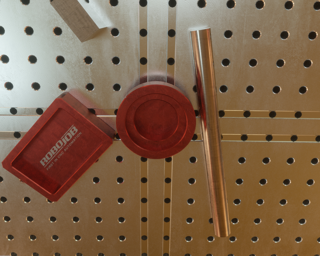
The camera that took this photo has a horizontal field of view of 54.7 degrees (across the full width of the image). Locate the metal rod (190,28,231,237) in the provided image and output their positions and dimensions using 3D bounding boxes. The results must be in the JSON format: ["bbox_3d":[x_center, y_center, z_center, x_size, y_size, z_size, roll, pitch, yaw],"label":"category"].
[{"bbox_3d":[0.071,0.020,0.421,0.025,0.025,0.298,-9,110,3],"label":"metal rod"}]

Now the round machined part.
[{"bbox_3d":[-0.005,-0.013,0.399,0.099,0.042,0.097,0,110,0],"label":"round machined part"}]

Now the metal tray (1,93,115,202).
[{"bbox_3d":[-0.136,0.028,0.419,0.090,0.030,0.130,41,105,-14],"label":"metal tray"}]

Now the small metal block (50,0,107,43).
[{"bbox_3d":[-0.090,-0.127,0.352,0.025,0.050,0.050,-35,107,12],"label":"small metal block"}]
